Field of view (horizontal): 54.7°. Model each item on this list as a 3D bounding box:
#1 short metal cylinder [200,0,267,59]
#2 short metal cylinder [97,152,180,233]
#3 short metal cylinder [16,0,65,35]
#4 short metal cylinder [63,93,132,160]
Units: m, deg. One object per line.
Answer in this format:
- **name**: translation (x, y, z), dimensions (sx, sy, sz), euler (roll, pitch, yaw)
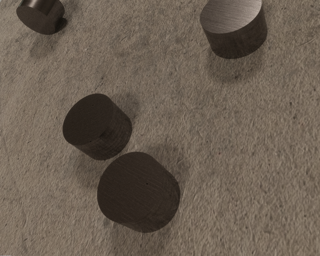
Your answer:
- **short metal cylinder**: translation (0.101, -0.141, 0.421), dimensions (0.080, 0.050, 0.080), euler (-13, 56, 20)
- **short metal cylinder**: translation (-0.023, 0.074, 0.354), dimensions (0.080, 0.050, 0.080), euler (-13, 56, 20)
- **short metal cylinder**: translation (-0.246, -0.240, 0.642), dimensions (0.080, 0.080, 0.050), euler (4, 64, 30)
- **short metal cylinder**: translation (-0.087, -0.001, 0.432), dimensions (0.080, 0.050, 0.080), euler (-13, 56, 20)
